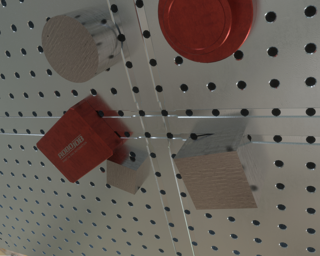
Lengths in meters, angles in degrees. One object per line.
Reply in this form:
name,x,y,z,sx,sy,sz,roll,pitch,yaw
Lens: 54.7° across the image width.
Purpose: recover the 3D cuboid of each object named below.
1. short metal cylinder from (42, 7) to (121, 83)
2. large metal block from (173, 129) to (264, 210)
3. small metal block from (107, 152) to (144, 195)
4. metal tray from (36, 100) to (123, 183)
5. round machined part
short metal cylinder,-0.095,-0.102,0.380,0.080,0.050,0.079,13,124,20
large metal block,0.075,0.054,0.388,0.080,0.050,0.080,-12,113,32
small metal block,-0.055,0.069,0.481,0.050,0.025,0.050,18,126,17
metal tray,-0.130,0.026,0.490,0.090,0.030,0.130,49,128,-7
round machined part,0.042,-0.111,0.308,0.098,0.042,0.097,13,124,20
